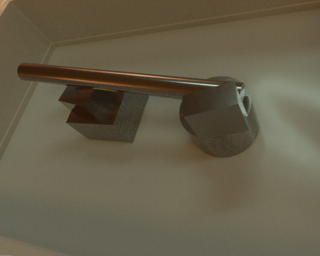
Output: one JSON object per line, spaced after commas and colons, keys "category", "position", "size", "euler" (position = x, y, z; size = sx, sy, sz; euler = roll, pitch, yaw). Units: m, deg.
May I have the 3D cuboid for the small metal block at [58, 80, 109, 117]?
{"category": "small metal block", "position": [-0.101, -0.047, 0.419], "size": [0.050, 0.025, 0.050], "euler": [14, 68, 33]}

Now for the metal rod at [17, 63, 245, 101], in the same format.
{"category": "metal rod", "position": [-0.053, -0.056, 0.374], "size": [0.301, 0.025, 0.025], "euler": [9, 66, 23]}

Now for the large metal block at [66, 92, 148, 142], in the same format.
{"category": "large metal block", "position": [-0.073, -0.029, 0.440], "size": [0.080, 0.050, 0.080], "euler": [3, 63, 29]}

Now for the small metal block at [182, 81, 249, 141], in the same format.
{"category": "small metal block", "position": [0.055, -0.014, 0.301], "size": [0.050, 0.050, 0.025], "euler": [-14, 56, 20]}

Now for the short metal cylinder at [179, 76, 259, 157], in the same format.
{"category": "short metal cylinder", "position": [0.069, -0.013, 0.358], "size": [0.080, 0.050, 0.080], "euler": [-13, 56, 20]}
